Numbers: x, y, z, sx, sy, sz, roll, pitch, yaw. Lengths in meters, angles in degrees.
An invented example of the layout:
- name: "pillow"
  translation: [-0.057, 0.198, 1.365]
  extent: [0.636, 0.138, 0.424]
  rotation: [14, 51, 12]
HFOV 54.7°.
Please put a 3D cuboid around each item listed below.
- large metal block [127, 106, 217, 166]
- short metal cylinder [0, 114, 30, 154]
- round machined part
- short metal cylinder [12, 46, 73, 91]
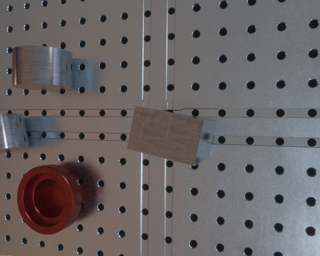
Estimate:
- name: "large metal block"
  translation: [0.018, 0.008, 0.377]
  extent: [0.080, 0.080, 0.050]
  rotation: [13, 94, 19]
- name: "short metal cylinder"
  translation: [-0.245, 0.011, 0.470]
  extent: [0.080, 0.080, 0.050]
  rotation: [-13, 86, 19]
- name: "round machined part"
  translation: [-0.157, 0.102, 0.459]
  extent: [0.098, 0.042, 0.097]
  rotation: [0, 90, 20]
- name: "short metal cylinder"
  translation: [-0.167, -0.083, 0.442]
  extent: [0.080, 0.080, 0.050]
  rotation: [0, 90, 20]
